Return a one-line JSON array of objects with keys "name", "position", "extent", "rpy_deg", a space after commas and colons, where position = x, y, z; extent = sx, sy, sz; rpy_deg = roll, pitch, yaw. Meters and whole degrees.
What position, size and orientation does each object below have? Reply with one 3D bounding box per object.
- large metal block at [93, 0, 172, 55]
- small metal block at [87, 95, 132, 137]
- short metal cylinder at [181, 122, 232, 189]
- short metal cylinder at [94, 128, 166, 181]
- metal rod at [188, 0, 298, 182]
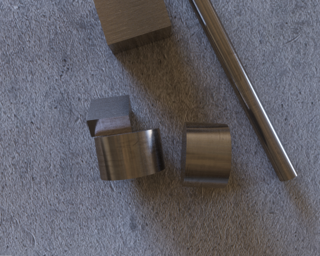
[{"name": "large metal block", "position": [-0.037, -0.149, 0.397], "extent": [0.080, 0.050, 0.080], "rpy_deg": [-18, 90, 0]}, {"name": "small metal block", "position": [-0.063, -0.016, 0.394], "extent": [0.050, 0.050, 0.025], "rpy_deg": [-7, 126, 0]}, {"name": "short metal cylinder", "position": [0.054, 0.033, 0.383], "extent": [0.050, 0.080, 0.080], "rpy_deg": [3, 90, 0]}, {"name": "short metal cylinder", "position": [-0.037, 0.030, 0.381], "extent": [0.080, 0.080, 0.050], "rpy_deg": [-9, 92, 0]}, {"name": "metal rod", "position": [0.103, -0.068, 0.410], "extent": [0.025, 0.025, 0.299], "rpy_deg": [-27, 90, 0]}]
